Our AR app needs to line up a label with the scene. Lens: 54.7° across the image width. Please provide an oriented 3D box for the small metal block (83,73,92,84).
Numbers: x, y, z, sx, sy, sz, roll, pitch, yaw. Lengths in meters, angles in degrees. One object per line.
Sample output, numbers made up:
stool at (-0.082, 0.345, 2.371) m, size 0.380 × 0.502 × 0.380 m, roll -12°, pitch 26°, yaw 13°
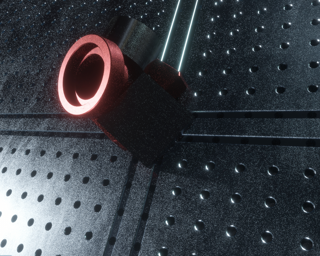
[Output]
small metal block at (-0.098, -0.050, 0.432) m, size 0.025 × 0.050 × 0.050 m, roll 21°, pitch 73°, yaw 35°

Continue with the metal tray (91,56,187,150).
metal tray at (-0.036, -0.042, 0.449) m, size 0.130 × 0.030 × 0.090 m, roll -47°, pitch 52°, yaw -5°

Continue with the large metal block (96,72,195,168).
large metal block at (-0.016, -0.007, 0.380) m, size 0.080 × 0.050 × 0.080 m, roll 42°, pitch 85°, yaw 8°

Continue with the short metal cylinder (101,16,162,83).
short metal cylinder at (-0.044, -0.104, 0.419) m, size 0.080 × 0.080 × 0.050 m, roll 14°, pitch 69°, yaw 33°

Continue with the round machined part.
round machined part at (-0.077, -0.060, 0.377) m, size 0.098 × 0.042 × 0.097 m, roll -8°, pitch 77°, yaw 38°
